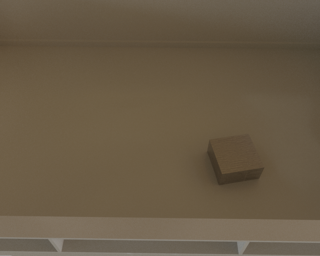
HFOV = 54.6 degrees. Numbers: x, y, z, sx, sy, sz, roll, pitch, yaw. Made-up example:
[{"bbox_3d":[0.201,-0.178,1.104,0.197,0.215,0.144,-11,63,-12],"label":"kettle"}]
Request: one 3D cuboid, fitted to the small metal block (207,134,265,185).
[{"bbox_3d":[0.090,0.037,0.374,0.050,0.025,0.050,-8,51,-7],"label":"small metal block"}]
